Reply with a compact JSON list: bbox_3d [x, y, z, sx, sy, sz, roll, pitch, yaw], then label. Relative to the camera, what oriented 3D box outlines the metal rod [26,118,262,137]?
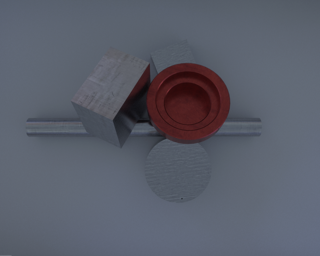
[{"bbox_3d":[-0.020,-0.001,0.408,0.302,0.025,0.025,0,90,-1],"label":"metal rod"}]

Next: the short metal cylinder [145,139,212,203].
[{"bbox_3d":[0.022,0.050,0.397,0.081,0.050,0.079,0,90,-1],"label":"short metal cylinder"}]

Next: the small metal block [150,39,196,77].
[{"bbox_3d":[0.020,-0.082,0.411,0.050,0.025,0.050,-21,90,-1],"label":"small metal block"}]

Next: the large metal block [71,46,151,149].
[{"bbox_3d":[-0.052,-0.033,0.367,0.050,0.080,0.080,25,67,11],"label":"large metal block"}]

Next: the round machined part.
[{"bbox_3d":[0.033,-0.027,0.383,0.099,0.042,0.098,0,72,0],"label":"round machined part"}]
